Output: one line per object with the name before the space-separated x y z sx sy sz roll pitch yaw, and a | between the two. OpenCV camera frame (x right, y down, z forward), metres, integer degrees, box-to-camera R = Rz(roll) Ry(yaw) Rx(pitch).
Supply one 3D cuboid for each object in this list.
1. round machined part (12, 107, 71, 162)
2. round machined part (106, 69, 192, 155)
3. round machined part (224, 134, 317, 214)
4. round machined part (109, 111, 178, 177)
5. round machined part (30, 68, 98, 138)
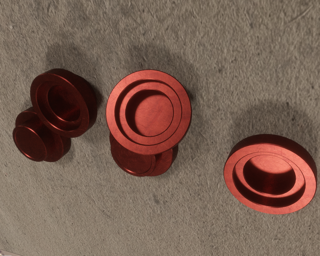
round machined part | -0.200 0.016 0.509 0.098 0.042 0.097 13 124 20
round machined part | -0.011 -0.017 0.370 0.099 0.042 0.097 0 87 7
round machined part | 0.127 0.049 0.358 0.098 0.042 0.097 13 124 20
round machined part | -0.028 0.028 0.426 0.098 0.042 0.097 13 124 20
round machined part | -0.130 -0.038 0.438 0.098 0.042 0.097 13 124 20
